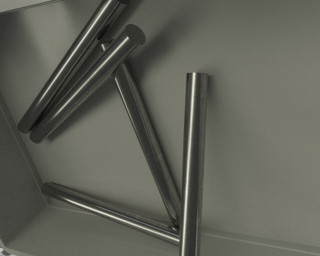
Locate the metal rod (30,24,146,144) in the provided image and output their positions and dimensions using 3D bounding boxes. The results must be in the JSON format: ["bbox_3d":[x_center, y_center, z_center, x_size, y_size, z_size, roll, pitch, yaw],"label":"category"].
[{"bbox_3d":[-0.117,-0.041,0.421,0.025,0.025,0.299,51,135,-8],"label":"metal rod"}]

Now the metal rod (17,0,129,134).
[{"bbox_3d":[-0.137,-0.073,0.432,0.025,0.025,0.299,48,129,-6],"label":"metal rod"}]

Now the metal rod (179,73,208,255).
[{"bbox_3d":[0.037,0.087,0.362,0.025,0.025,0.298,4,95,26],"label":"metal rod"}]

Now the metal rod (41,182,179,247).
[{"bbox_3d":[-0.087,0.140,0.520,0.301,0.025,0.025,11,123,28],"label":"metal rod"}]

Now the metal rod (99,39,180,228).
[{"bbox_3d":[-0.014,0.025,0.429,0.025,0.025,0.298,-7,115,31],"label":"metal rod"}]
